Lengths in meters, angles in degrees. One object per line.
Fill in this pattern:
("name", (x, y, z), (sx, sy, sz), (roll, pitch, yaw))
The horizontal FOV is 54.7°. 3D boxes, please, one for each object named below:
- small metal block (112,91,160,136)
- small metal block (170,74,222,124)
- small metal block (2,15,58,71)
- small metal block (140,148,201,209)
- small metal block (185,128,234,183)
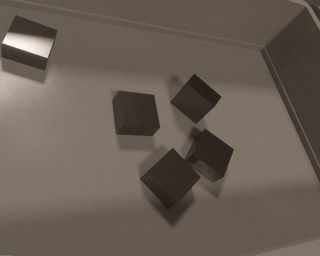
("small metal block", (-0.031, -0.018, 0.401), (0.050, 0.025, 0.050), (4, 60, -27))
("small metal block", (0.050, -0.041, 0.444), (0.050, 0.050, 0.025), (40, 51, -1))
("small metal block", (-0.161, -0.105, 0.384), (0.050, 0.025, 0.050), (17, 55, -19))
("small metal block", (0.013, 0.061, 0.377), (0.050, 0.025, 0.050), (47, 51, 4))
("small metal block", (0.067, 0.037, 0.421), (0.050, 0.025, 0.050), (36, 51, -5))
